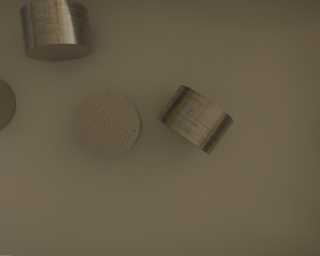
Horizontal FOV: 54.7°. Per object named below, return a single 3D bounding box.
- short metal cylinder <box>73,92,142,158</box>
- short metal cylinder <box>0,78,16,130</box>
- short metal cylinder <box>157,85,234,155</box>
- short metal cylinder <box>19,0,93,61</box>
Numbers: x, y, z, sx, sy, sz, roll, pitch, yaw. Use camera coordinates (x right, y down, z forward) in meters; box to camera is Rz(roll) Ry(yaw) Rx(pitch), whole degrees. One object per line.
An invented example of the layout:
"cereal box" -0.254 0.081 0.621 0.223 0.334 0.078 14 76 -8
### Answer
"short metal cylinder" -0.065 -0.004 0.398 0.081 0.050 0.080 0 90 0
"short metal cylinder" -0.236 -0.032 0.397 0.081 0.050 0.080 0 90 0
"short metal cylinder" 0.043 -0.009 0.384 0.080 0.080 0.050 35 90 0
"short metal cylinder" -0.127 -0.117 0.383 0.080 0.080 0.050 -7 90 0
